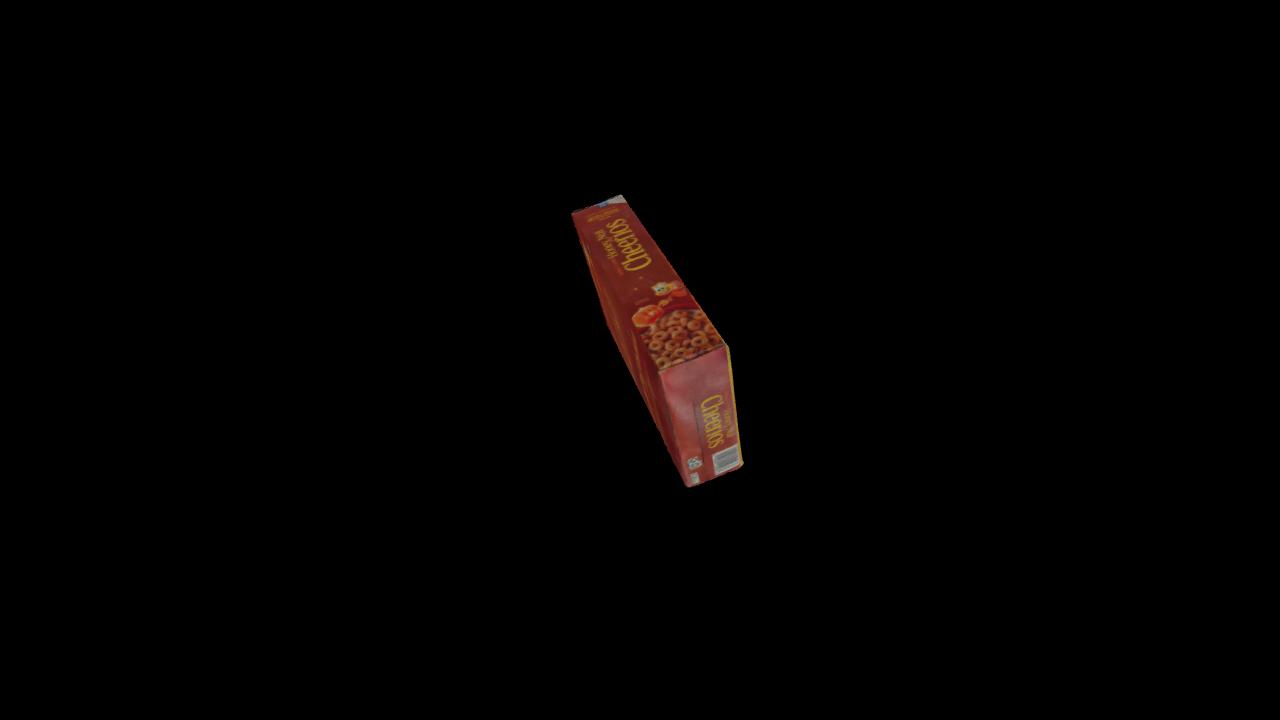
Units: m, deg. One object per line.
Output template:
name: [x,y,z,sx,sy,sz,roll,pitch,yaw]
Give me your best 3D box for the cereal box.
cereal box: [0.016,-0.032,0.718,0.081,0.203,0.306,-21,45,-6]
